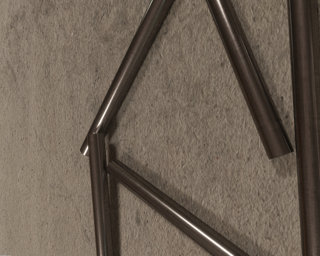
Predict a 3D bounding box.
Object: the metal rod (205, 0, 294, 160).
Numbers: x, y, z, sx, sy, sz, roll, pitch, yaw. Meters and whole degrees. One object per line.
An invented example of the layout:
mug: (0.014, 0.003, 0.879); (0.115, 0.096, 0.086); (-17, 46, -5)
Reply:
metal rod: (0.076, -0.111, 0.341); (0.025, 0.025, 0.299); (-28, 73, 36)

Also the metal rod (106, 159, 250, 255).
metal rod: (0.037, 0.117, 0.372); (0.300, 0.025, 0.025); (29, 108, 35)

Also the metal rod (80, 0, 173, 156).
metal rod: (-0.047, -0.081, 0.441); (0.025, 0.025, 0.298); (44, 116, 30)

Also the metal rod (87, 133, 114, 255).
metal rod: (-0.084, 0.157, 0.460); (0.025, 0.025, 0.298); (-3, 91, 39)

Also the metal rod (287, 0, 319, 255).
metal rod: (0.139, 0.003, 0.289); (0.025, 0.025, 0.298); (-4, 87, 39)
